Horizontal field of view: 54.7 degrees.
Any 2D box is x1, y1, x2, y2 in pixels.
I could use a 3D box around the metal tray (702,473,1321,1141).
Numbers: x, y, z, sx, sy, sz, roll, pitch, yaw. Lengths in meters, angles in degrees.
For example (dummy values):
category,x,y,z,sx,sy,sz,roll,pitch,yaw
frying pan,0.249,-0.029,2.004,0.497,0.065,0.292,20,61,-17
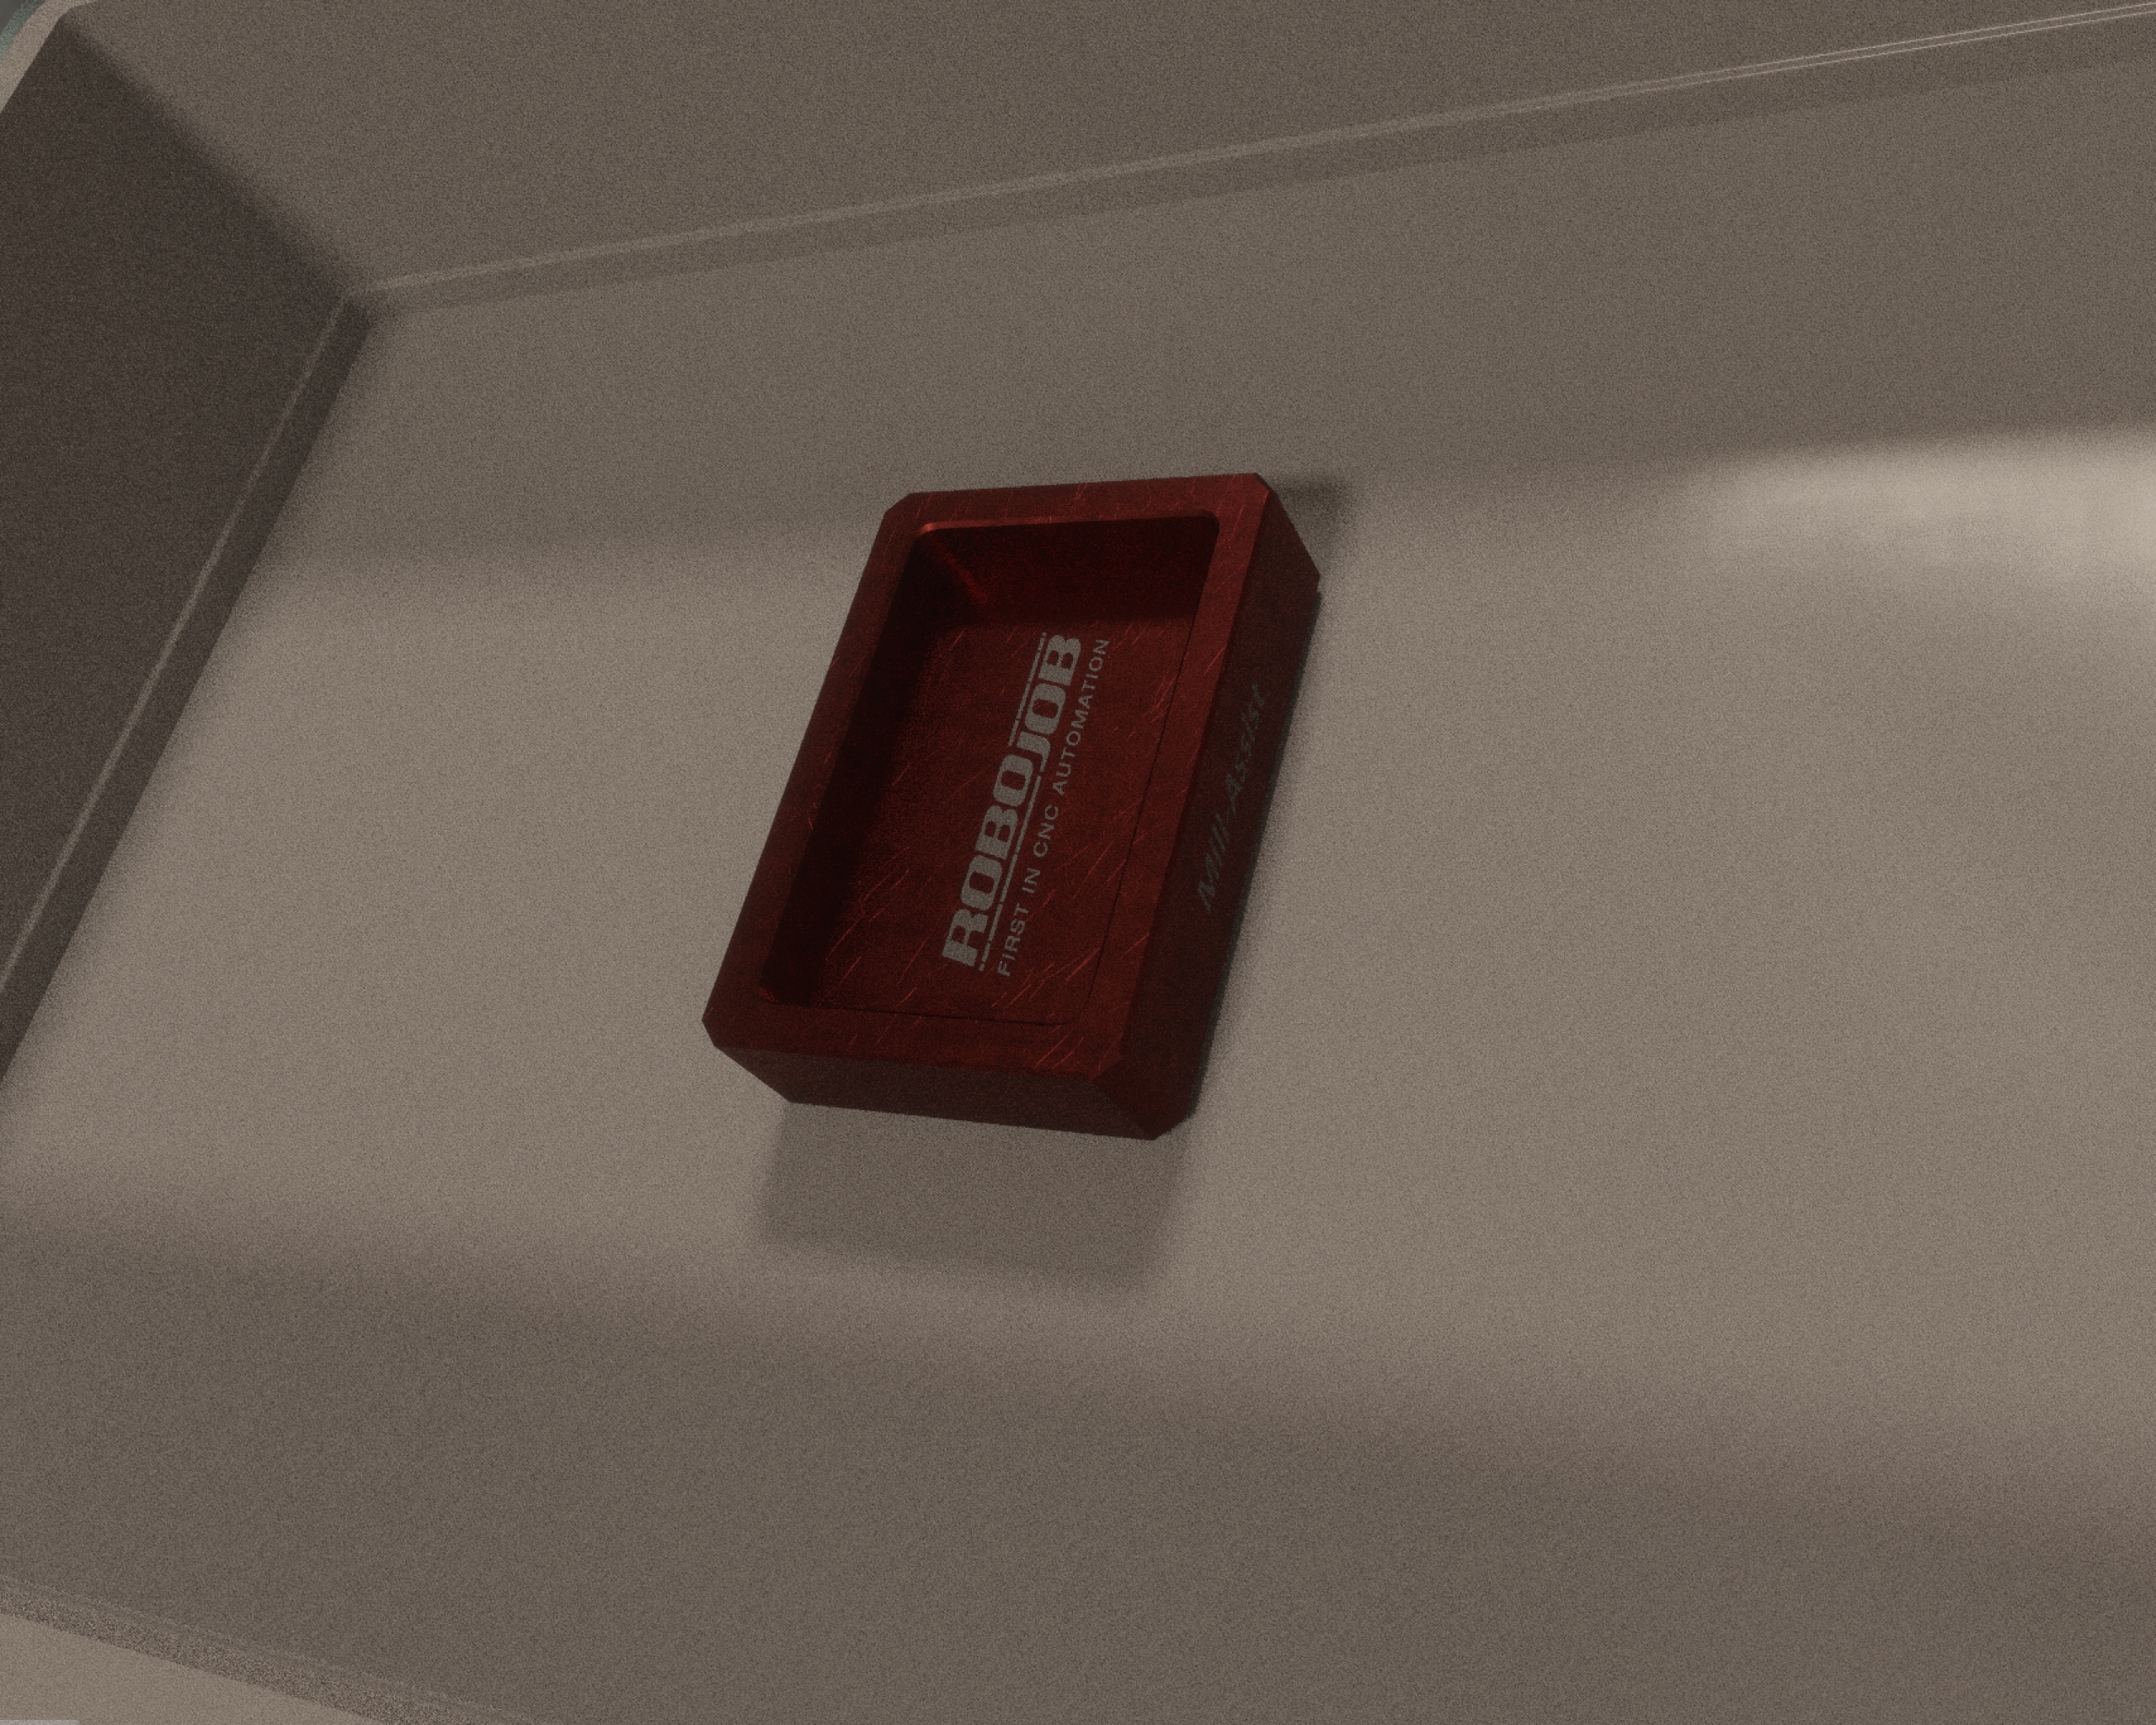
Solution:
category,x,y,z,sx,sy,sz,roll,pitch,yaw
metal tray,-0.011,-0.014,0.412,0.090,0.030,0.130,2,62,28
